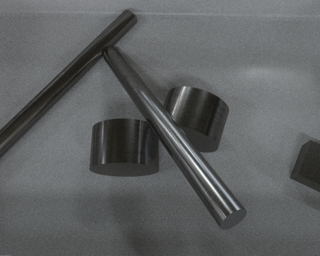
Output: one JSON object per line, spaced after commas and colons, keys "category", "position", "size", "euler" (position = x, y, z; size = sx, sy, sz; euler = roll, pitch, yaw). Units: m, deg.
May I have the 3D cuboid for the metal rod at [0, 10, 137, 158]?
{"category": "metal rod", "position": [-0.138, -0.059, 0.429], "size": [0.025, 0.025, 0.301], "euler": [37, 74, 12]}

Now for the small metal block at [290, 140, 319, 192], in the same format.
{"category": "small metal block", "position": [0.202, 0.051, 0.394], "size": [0.050, 0.025, 0.050], "euler": [26, 72, 9]}

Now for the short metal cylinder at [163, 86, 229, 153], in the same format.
{"category": "short metal cylinder", "position": [0.039, -0.009, 0.384], "size": [0.080, 0.080, 0.050], "euler": [18, 71, 6]}

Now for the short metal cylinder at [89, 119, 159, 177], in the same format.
{"category": "short metal cylinder", "position": [-0.041, 0.026, 0.370], "size": [0.081, 0.080, 0.050], "euler": [0, 70, -1]}

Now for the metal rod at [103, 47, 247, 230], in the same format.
{"category": "metal rod", "position": [-0.006, -0.016, 0.348], "size": [0.025, 0.025, 0.300], "euler": [-27, 47, -10]}
